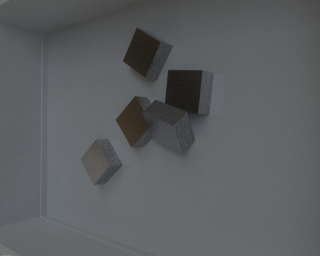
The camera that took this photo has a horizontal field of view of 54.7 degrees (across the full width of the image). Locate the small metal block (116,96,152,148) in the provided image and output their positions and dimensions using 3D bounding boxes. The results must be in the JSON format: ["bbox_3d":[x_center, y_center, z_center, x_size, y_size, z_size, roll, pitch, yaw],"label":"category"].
[{"bbox_3d":[-0.028,-0.008,0.430,0.050,0.025,0.050,-47,62,30],"label":"small metal block"}]

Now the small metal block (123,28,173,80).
[{"bbox_3d":[-0.017,-0.101,0.421,0.050,0.025,0.050,40,114,32],"label":"small metal block"}]

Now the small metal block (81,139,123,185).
[{"bbox_3d":[-0.092,0.053,0.483,0.050,0.025,0.050,-48,62,29],"label":"small metal block"}]

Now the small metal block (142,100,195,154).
[{"bbox_3d":[0.011,-0.002,0.380,0.050,0.025,0.050,25,149,37],"label":"small metal block"}]

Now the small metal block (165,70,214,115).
[{"bbox_3d":[0.035,-0.044,0.378,0.050,0.025,0.050,9,96,39],"label":"small metal block"}]
